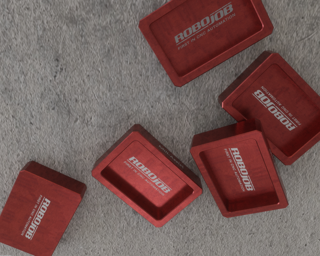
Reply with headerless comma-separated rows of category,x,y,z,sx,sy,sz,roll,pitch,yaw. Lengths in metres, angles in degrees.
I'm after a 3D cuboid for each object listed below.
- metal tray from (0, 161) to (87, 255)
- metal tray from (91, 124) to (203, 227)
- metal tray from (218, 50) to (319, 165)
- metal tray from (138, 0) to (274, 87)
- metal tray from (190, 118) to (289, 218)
metal tray,-0.175,0.122,0.450,0.090,0.030,0.129,27,108,-10
metal tray,-0.016,0.069,0.432,0.130,0.030,0.090,43,104,-14
metal tray,0.152,-0.024,0.399,0.130,0.030,0.090,40,105,-14
metal tray,0.052,-0.119,0.363,0.130,0.030,0.090,-30,108,10
metal tray,0.106,0.058,0.409,0.090,0.030,0.130,-18,117,22
